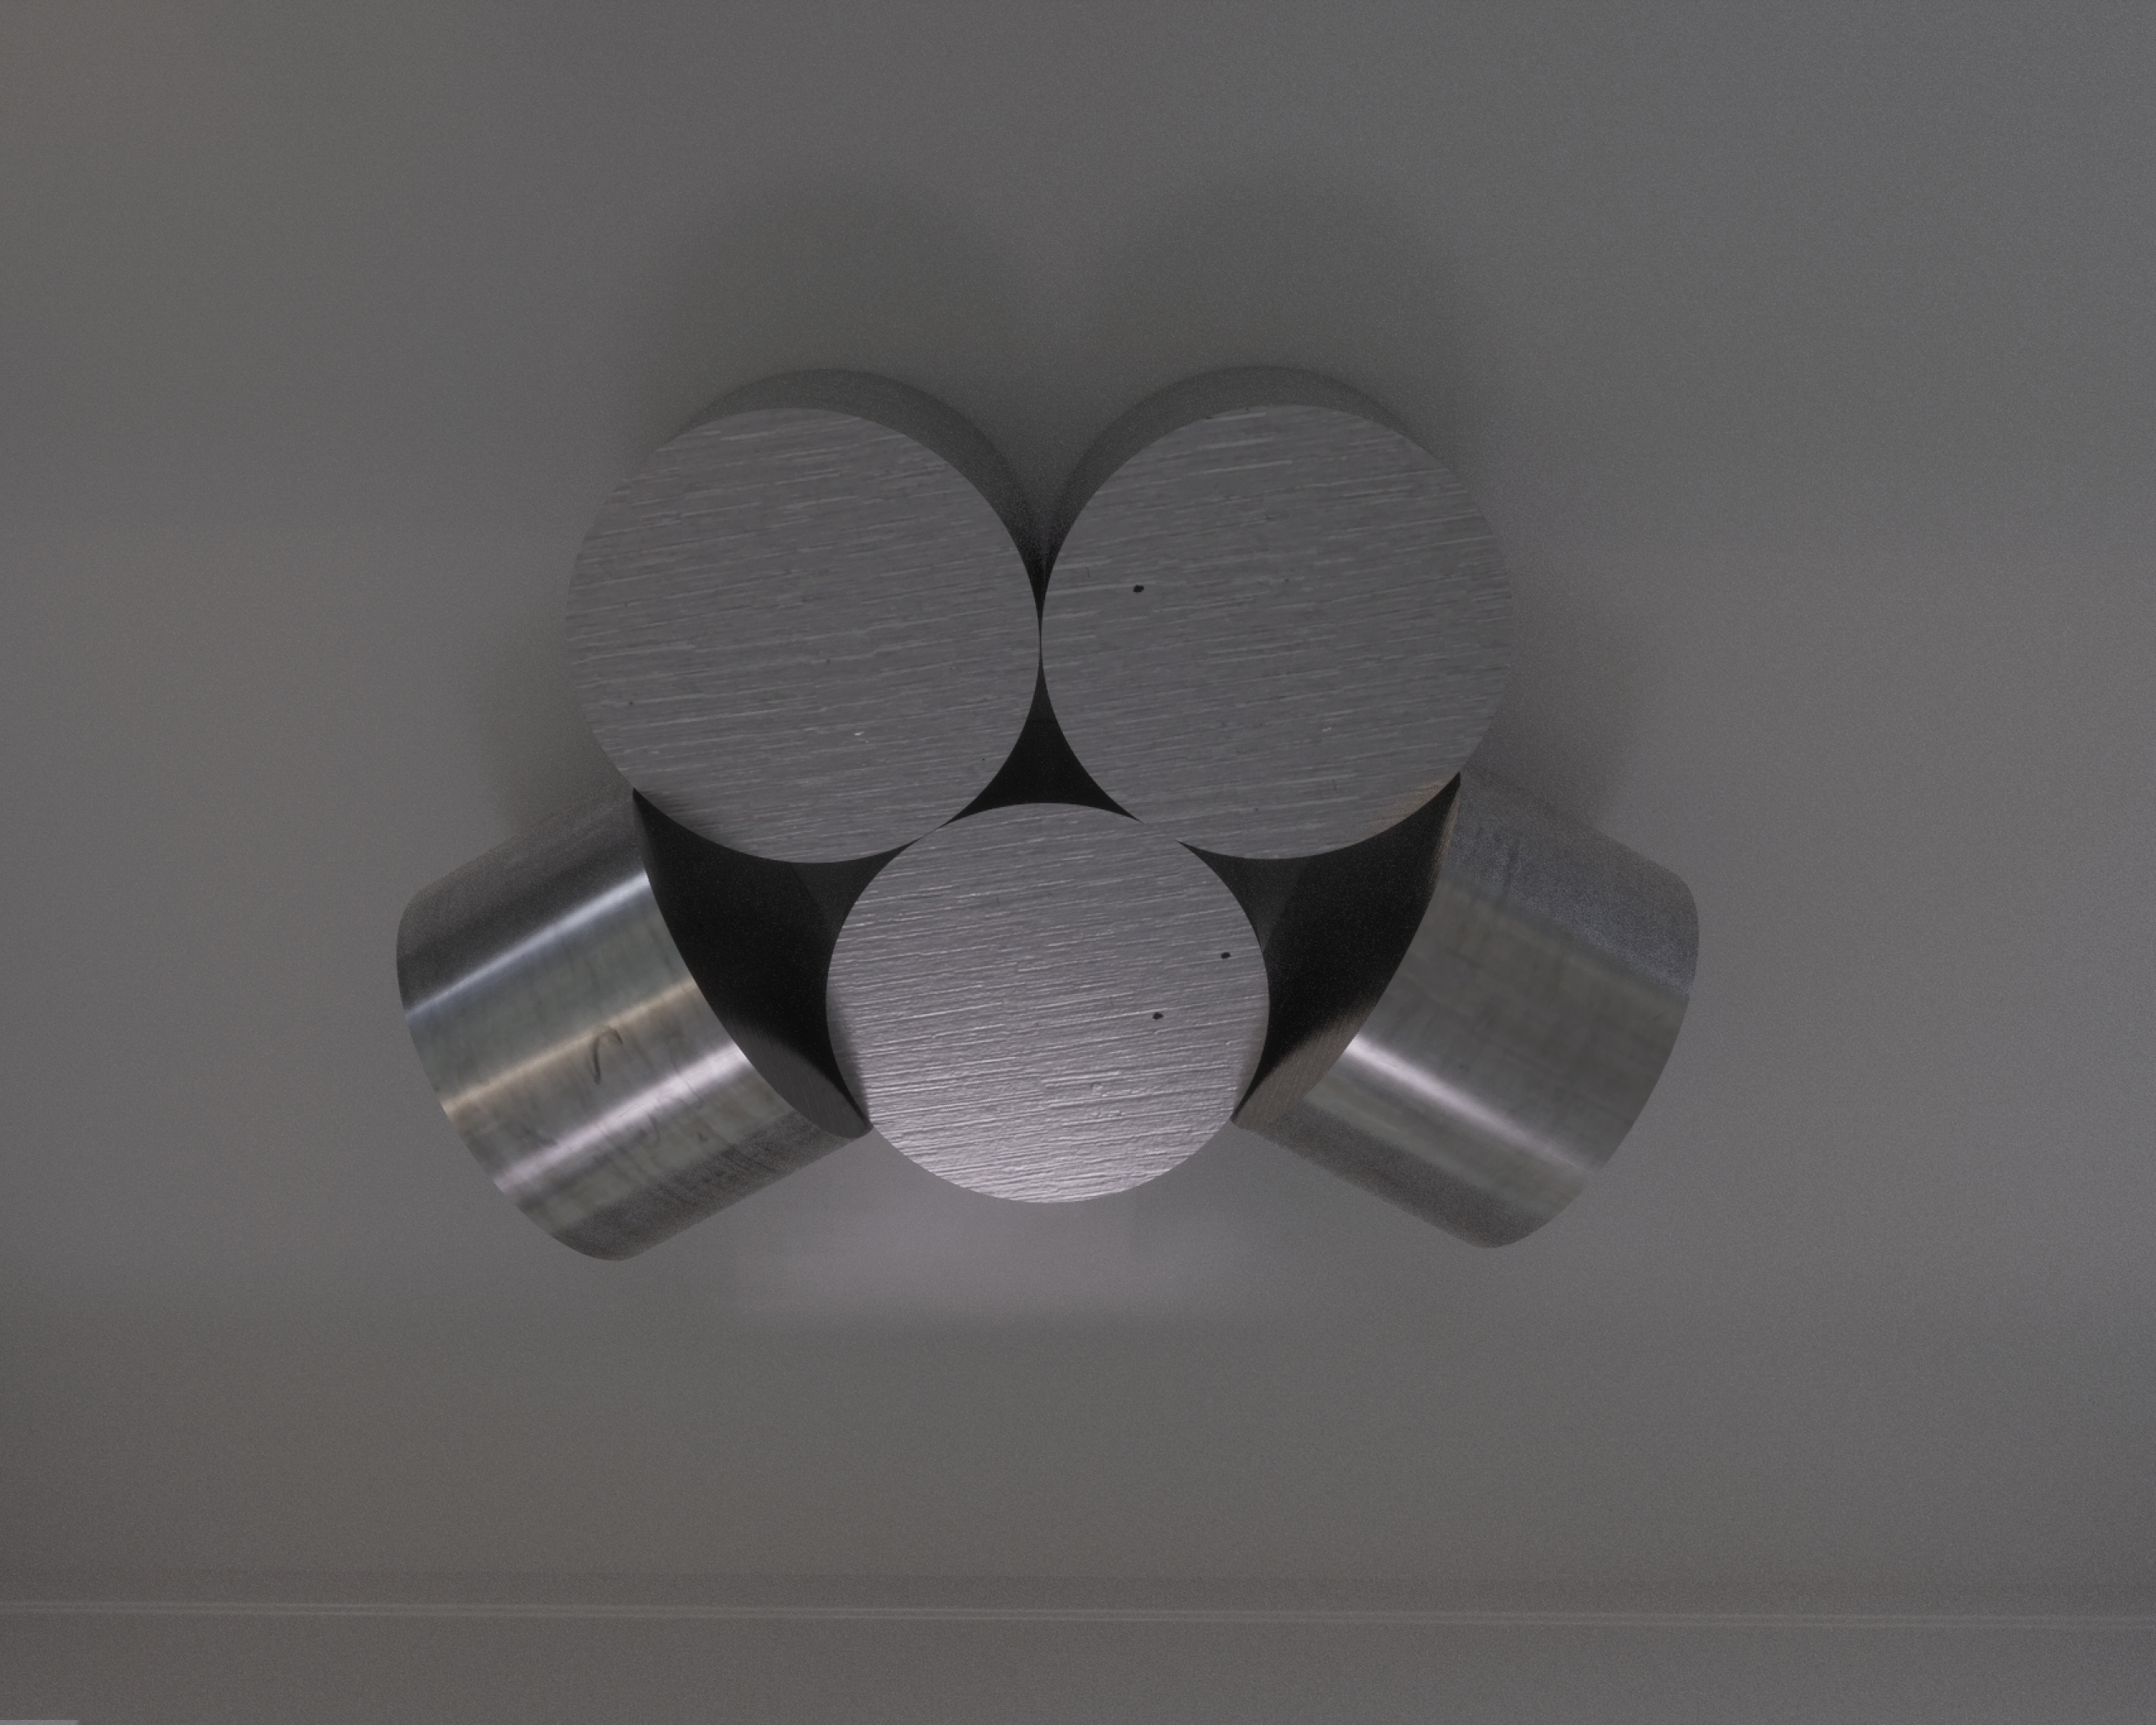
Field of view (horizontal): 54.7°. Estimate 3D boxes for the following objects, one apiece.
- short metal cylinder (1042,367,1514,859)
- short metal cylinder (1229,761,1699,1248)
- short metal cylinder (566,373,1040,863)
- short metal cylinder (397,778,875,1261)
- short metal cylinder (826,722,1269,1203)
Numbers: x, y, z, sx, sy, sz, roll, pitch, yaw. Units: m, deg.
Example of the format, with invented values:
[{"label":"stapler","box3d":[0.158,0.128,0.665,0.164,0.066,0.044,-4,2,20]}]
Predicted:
[{"label":"short metal cylinder","box3d":[0.034,-0.047,0.379,0.081,0.050,0.079,0,110,0]},{"label":"short metal cylinder","box3d":[0.070,0.025,0.390,0.050,0.080,0.080,28,108,-10]},{"label":"short metal cylinder","box3d":[-0.047,-0.046,0.379,0.081,0.050,0.079,0,110,0]},{"label":"short metal cylinder","box3d":[-0.080,0.027,0.390,0.050,0.080,0.080,-29,108,10]},{"label":"short metal cylinder","box3d":[-0.005,0.018,0.403,0.081,0.050,0.079,0,110,0]}]
